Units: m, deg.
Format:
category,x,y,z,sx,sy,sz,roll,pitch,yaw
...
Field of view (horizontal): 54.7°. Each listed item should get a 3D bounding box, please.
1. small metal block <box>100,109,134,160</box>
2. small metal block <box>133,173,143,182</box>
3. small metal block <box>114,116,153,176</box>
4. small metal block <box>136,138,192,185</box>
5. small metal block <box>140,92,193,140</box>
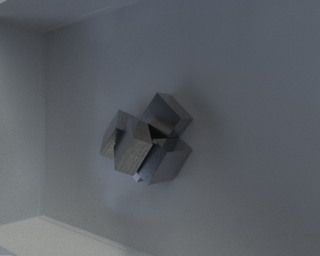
category,x,y,z,sx,sy,sz,roll,pitch,yaw
small metal block,-0.060,0.010,0.436,0.050,0.025,0.050,-55,20,26
small metal block,-0.024,0.037,0.422,0.050,0.025,0.050,50,119,28
small metal block,-0.035,0.022,0.383,0.050,0.025,0.050,-59,23,23
small metal block,0.005,0.040,0.382,0.025,0.050,0.050,43,116,31
small metal block,0.006,-0.010,0.398,0.050,0.025,0.050,50,119,28
